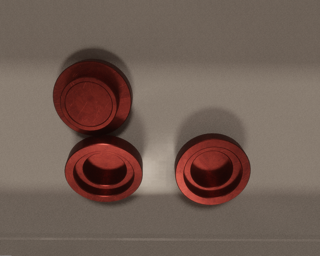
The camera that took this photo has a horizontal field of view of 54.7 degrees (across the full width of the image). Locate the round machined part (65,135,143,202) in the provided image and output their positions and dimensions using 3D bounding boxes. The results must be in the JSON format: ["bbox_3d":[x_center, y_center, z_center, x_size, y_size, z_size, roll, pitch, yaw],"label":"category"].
[{"bbox_3d":[-0.072,0.049,0.412,0.099,0.042,0.097,-2,123,-2],"label":"round machined part"}]

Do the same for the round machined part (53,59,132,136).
[{"bbox_3d":[-0.085,-0.035,0.388,0.099,0.042,0.097,0,110,-1],"label":"round machined part"}]

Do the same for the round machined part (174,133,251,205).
[{"bbox_3d":[0.069,0.052,0.422,0.099,0.042,0.097,0,110,-1],"label":"round machined part"}]
